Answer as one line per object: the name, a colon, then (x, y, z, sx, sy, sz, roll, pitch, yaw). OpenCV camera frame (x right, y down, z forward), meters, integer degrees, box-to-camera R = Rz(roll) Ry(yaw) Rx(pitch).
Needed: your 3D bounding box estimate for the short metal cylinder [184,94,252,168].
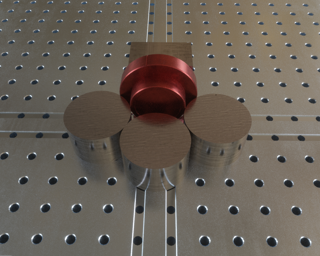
short metal cylinder: (0.069, 0.003, 0.390, 0.081, 0.050, 0.080, 0, 50, 0)

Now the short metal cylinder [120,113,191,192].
short metal cylinder: (-0.005, 0.028, 0.368, 0.081, 0.050, 0.080, 0, 50, 0)

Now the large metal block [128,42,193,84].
large metal block: (0.001, -0.071, 0.431, 0.081, 0.080, 0.050, 1, 50, 0)

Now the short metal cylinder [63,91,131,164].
short metal cylinder: (-0.075, -0.002, 0.392, 0.081, 0.050, 0.080, 0, 50, 0)

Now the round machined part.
round machined part: (-0.002, -0.041, 0.392, 0.099, 0.097, 0.042, 1, 50, 1)
